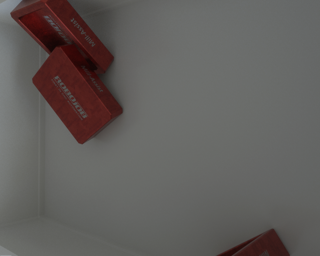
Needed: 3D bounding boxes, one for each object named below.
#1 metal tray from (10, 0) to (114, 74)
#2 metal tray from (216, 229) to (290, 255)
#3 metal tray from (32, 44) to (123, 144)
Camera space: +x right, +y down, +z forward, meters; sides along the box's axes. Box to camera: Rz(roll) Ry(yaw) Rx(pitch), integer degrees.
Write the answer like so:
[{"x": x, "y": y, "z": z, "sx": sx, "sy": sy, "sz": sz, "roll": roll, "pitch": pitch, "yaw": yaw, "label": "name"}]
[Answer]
[{"x": -0.141, "y": -0.133, "z": 0.456, "sx": 0.090, "sy": 0.130, "sz": 0.030, "roll": 3, "pitch": 56, "yaw": 40, "label": "metal tray"}, {"x": 0.056, "y": 0.141, "z": 0.291, "sx": 0.090, "sy": 0.131, "sz": 0.030, "roll": -42, "pitch": 65, "yaw": 32, "label": "metal tray"}, {"x": -0.128, "y": -0.050, "z": 0.474, "sx": 0.090, "sy": 0.030, "sz": 0.130, "roll": -36, "pitch": 91, "yaw": 35, "label": "metal tray"}]
